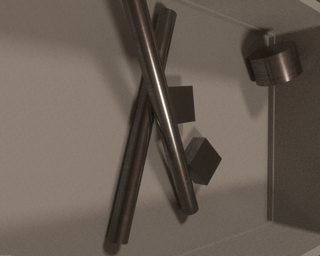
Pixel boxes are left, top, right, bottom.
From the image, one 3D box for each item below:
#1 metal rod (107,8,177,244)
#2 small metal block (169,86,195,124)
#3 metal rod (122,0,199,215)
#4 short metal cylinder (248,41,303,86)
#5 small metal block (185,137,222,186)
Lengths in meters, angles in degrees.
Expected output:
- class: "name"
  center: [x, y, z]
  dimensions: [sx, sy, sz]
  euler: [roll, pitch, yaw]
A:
- class: "metal rod"
  center: [-0.020, -0.010, 0.391]
  dimensions: [0.025, 0.025, 0.299]
  euler: [20, 77, -39]
- class: "small metal block"
  center: [0.020, -0.031, 0.426]
  dimensions: [0.050, 0.025, 0.050]
  euler: [-9, 96, -40]
- class: "metal rod"
  center: [0.007, -0.013, 0.383]
  dimensions: [0.025, 0.025, 0.298]
  euler: [-35, 121, -35]
- class: "short metal cylinder"
  center: [0.202, -0.113, 0.543]
  dimensions: [0.080, 0.080, 0.050]
  euler: [-38, 114, -34]
- class: "small metal block"
  center: [0.059, 0.049, 0.459]
  dimensions: [0.050, 0.025, 0.050]
  euler: [50, 61, -29]
